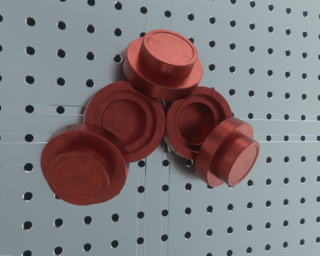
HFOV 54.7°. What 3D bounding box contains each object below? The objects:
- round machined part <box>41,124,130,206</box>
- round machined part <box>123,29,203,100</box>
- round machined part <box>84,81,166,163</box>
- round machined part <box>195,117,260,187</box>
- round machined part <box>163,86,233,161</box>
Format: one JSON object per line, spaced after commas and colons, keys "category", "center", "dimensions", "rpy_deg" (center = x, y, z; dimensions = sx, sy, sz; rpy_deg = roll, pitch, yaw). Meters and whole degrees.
{"category": "round machined part", "center": [-0.086, 0.048, 0.348], "dimensions": [0.099, 0.042, 0.097], "rpy_deg": [2, 115, 4]}
{"category": "round machined part", "center": [0.007, -0.083, 0.380], "dimensions": [0.099, 0.042, 0.098], "rpy_deg": [11, 49, -12]}
{"category": "round machined part", "center": [-0.046, -0.007, 0.386], "dimensions": [0.099, 0.042, 0.097], "rpy_deg": [0, 90, -21]}
{"category": "round machined part", "center": [0.095, 0.038, 0.412], "dimensions": [0.099, 0.042, 0.097], "rpy_deg": [-29, 136, -32]}
{"category": "round machined part", "center": [0.046, -0.006, 0.422], "dimensions": [0.099, 0.042, 0.097], "rpy_deg": [0, 90, -21]}
